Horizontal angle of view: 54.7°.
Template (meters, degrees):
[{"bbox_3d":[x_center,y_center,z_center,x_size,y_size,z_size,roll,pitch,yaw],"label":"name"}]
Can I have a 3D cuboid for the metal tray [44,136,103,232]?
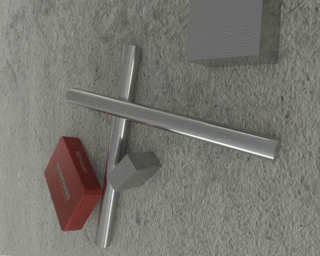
[{"bbox_3d":[-0.144,0.087,0.501,0.089,0.030,0.130,-58,46,23],"label":"metal tray"}]

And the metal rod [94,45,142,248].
[{"bbox_3d":[-0.063,0.031,0.454,0.025,0.025,0.298,16,100,38],"label":"metal rod"}]

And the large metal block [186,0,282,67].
[{"bbox_3d":[0.077,-0.109,0.324,0.080,0.050,0.079,5,93,39],"label":"large metal block"}]

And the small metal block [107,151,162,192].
[{"bbox_3d":[-0.034,0.058,0.415,0.050,0.050,0.025,-47,62,29],"label":"small metal block"}]

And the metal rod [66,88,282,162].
[{"bbox_3d":[-0.007,-0.013,0.385,0.300,0.025,0.025,16,100,31],"label":"metal rod"}]
